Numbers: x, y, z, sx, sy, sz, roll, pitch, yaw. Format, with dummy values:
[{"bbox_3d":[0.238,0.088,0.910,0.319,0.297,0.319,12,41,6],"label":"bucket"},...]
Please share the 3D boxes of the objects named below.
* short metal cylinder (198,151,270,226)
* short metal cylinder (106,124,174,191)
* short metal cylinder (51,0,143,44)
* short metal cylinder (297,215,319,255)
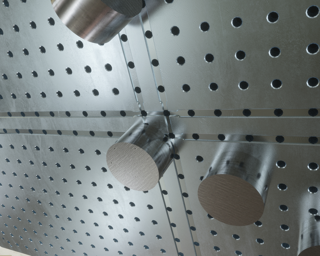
[{"bbox_3d":[0.094,0.076,0.393,0.080,0.050,0.079,13,124,21],"label":"short metal cylinder"},{"bbox_3d":[-0.027,0.041,0.435,0.080,0.050,0.079,13,124,21],"label":"short metal cylinder"},{"bbox_3d":[-0.065,-0.137,0.325,0.050,0.080,0.080,-30,102,38],"label":"short metal cylinder"},{"bbox_3d":[0.212,0.153,0.378,0.080,0.050,0.079,13,124,21],"label":"short metal cylinder"}]
